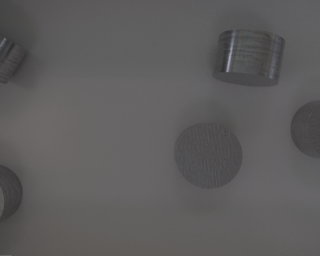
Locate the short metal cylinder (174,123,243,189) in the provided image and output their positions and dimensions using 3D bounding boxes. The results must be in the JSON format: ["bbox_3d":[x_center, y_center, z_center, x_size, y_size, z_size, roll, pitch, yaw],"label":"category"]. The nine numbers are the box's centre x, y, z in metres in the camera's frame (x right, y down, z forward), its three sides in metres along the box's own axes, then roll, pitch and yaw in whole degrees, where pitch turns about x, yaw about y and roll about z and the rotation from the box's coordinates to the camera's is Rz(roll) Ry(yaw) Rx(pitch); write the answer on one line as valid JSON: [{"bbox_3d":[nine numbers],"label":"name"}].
[{"bbox_3d":[0.060,0.034,0.399,0.081,0.050,0.080,0,90,0],"label":"short metal cylinder"}]

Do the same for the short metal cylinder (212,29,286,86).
[{"bbox_3d":[0.109,-0.084,0.384,0.080,0.080,0.050,10,90,0],"label":"short metal cylinder"}]

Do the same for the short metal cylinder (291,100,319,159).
[{"bbox_3d":[0.220,0.002,0.400,0.081,0.050,0.080,0,90,0],"label":"short metal cylinder"}]

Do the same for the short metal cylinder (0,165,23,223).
[{"bbox_3d":[-0.228,0.089,0.397,0.081,0.050,0.080,0,90,0],"label":"short metal cylinder"}]

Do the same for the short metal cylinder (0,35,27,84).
[{"bbox_3d":[-0.215,-0.097,0.382,0.080,0.080,0.050,31,90,0],"label":"short metal cylinder"}]
